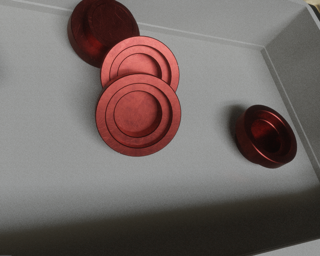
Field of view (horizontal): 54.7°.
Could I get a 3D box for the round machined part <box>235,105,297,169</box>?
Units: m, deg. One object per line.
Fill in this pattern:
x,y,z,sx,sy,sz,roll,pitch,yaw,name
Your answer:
0.155,0.016,0.471,0.099,0.042,0.098,14,56,-21,round machined part

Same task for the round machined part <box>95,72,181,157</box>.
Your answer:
-0.028,-0.018,0.370,0.099,0.097,0.042,19,10,-17,round machined part

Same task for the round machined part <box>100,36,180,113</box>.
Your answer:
-0.028,-0.069,0.401,0.099,0.097,0.042,20,10,-17,round machined part

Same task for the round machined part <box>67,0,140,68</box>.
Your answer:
-0.071,-0.133,0.420,0.099,0.042,0.097,5,79,-29,round machined part
